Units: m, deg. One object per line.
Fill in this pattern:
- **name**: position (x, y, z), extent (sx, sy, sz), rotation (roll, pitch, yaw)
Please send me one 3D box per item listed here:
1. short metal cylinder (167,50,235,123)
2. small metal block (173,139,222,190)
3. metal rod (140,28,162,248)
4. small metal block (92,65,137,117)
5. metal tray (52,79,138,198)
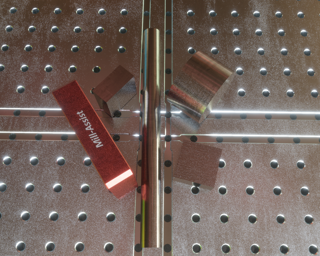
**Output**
- **short metal cylinder**: position (0.053, -0.053, 0.402), extent (0.050, 0.080, 0.080), rotation (36, 74, 12)
- **small metal block**: position (0.048, 0.047, 0.396), extent (0.050, 0.025, 0.050), rotation (14, 71, 5)
- **metal rod**: position (-0.011, -0.001, 0.411), extent (0.025, 0.025, 0.299), rotation (0, 70, -1)
- **small metal block**: position (-0.059, -0.048, 0.414), extent (0.025, 0.050, 0.050), rotation (40, 75, 13)
- **metal tray**: position (-0.075, 0.016, 0.370), extent (0.030, 0.090, 0.130), rotation (-31, 73, -11)
